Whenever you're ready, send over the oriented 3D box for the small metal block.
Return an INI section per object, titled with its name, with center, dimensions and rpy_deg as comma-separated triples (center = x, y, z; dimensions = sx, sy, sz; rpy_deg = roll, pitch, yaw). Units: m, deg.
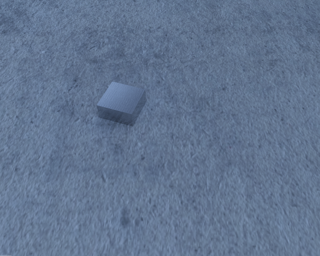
[small metal block]
center = -0.052, -0.034, 0.431
dimensions = 0.050, 0.025, 0.050
rpy_deg = 15, 51, 12
